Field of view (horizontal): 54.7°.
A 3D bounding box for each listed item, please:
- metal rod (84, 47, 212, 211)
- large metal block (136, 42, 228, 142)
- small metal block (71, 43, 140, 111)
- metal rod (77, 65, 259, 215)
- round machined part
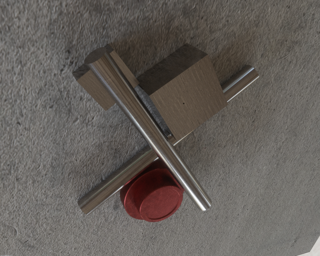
[{"bbox_3d":[0.004,0.025,0.394,0.025,0.025,0.300,-38,130,-3],"label":"metal rod"},{"bbox_3d":[0.027,-0.044,0.383,0.080,0.050,0.080,-36,130,-5],"label":"large metal block"},{"bbox_3d":[-0.060,-0.056,0.344,0.050,0.025,0.050,-40,130,-1],"label":"small metal block"},{"bbox_3d":[0.013,0.015,0.428,0.301,0.025,0.025,-39,130,-2],"label":"metal rod"},{"bbox_3d":[-0.005,0.099,0.457,0.099,0.042,0.097,-14,125,-21],"label":"round machined part"}]
